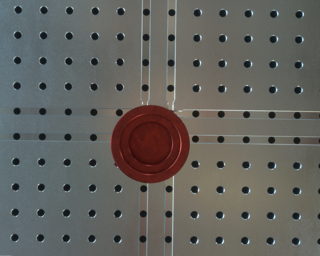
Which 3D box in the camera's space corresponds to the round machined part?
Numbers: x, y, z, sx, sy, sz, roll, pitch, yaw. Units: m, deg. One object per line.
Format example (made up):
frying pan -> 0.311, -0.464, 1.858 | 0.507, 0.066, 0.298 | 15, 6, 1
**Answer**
round machined part -> -0.012, 0.020, 0.405 | 0.099, 0.042, 0.097 | 0, 90, 0
